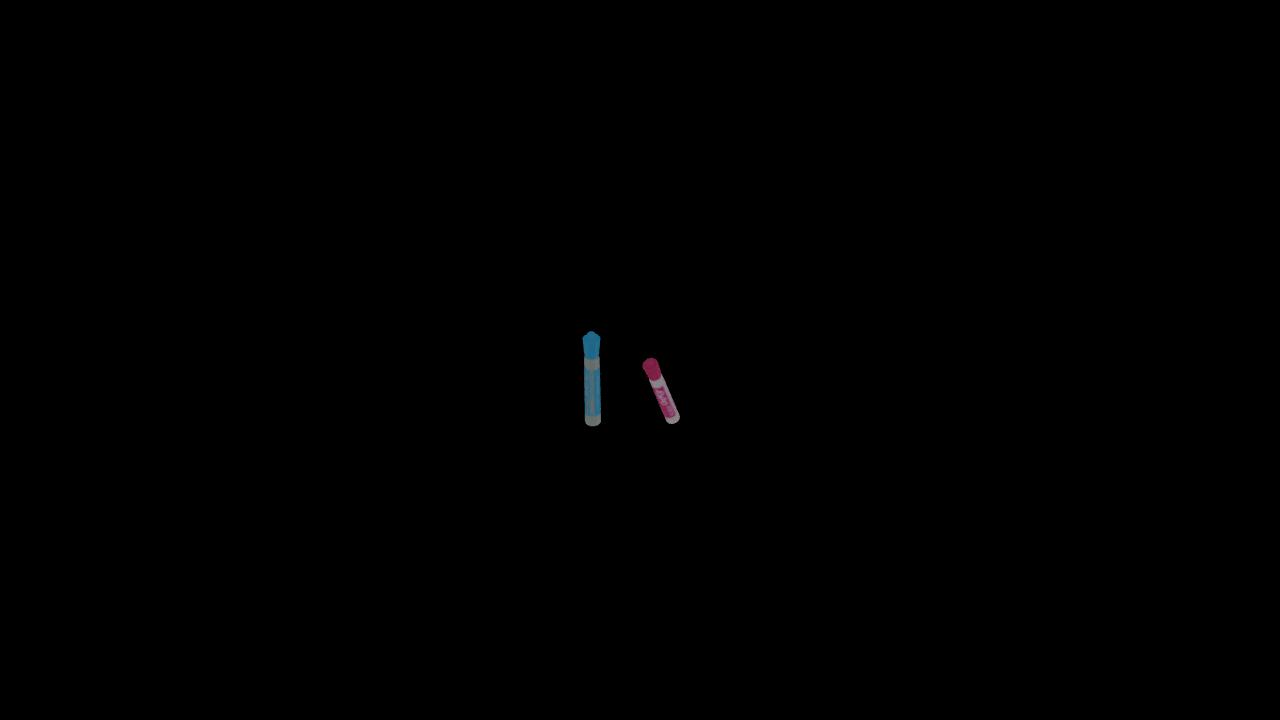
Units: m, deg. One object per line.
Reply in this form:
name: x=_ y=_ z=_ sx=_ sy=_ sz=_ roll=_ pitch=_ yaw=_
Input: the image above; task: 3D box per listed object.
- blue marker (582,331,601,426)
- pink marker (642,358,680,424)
blue marker: x=-0.053 y=0.021 z=0.675 sx=0.020 sy=0.121 sz=0.020 roll=1 pitch=35 yaw=-1
pink marker: x=0.026 y=0.038 z=0.744 sx=0.020 sy=0.020 sz=0.121 roll=0 pitch=-38 yaw=20
